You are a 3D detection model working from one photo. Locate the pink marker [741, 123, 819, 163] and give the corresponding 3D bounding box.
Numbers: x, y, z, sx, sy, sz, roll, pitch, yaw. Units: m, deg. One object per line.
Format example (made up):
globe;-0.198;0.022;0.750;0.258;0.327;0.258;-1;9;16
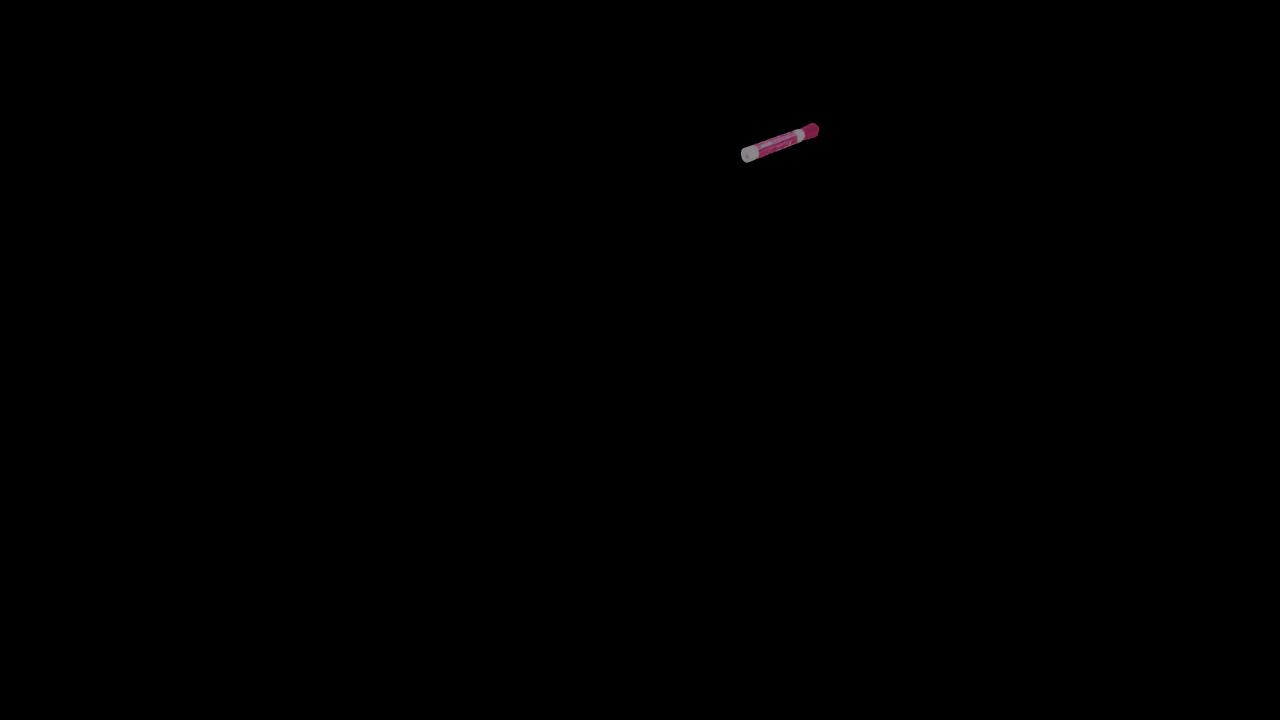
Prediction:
pink marker;0.185;-0.284;0.802;0.121;0.020;0.020;-26;9;-19
